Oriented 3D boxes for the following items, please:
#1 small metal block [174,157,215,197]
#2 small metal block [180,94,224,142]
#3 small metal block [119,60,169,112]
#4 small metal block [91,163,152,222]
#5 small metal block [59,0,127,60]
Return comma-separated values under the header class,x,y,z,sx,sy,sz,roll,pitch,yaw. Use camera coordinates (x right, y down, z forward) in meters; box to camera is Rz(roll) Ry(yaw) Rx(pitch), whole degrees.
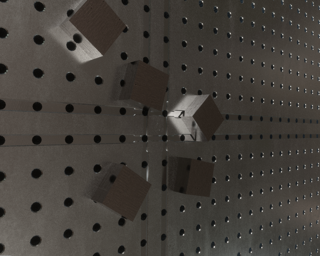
class,x,y,z,sx,sy,sz,roll,pitch,yaw
small metal block,0.051,0.072,0.454,0.050,0.025,0.050,17,79,-39
small metal block,0.064,-0.015,0.466,0.050,0.025,0.050,-50,120,-29
small metal block,-0.019,-0.052,0.395,0.050,0.025,0.050,20,77,-39
small metal block,-0.045,0.077,0.373,0.050,0.025,0.050,42,64,-32
small metal block,-0.074,-0.115,0.348,0.050,0.025,0.050,46,63,-31
